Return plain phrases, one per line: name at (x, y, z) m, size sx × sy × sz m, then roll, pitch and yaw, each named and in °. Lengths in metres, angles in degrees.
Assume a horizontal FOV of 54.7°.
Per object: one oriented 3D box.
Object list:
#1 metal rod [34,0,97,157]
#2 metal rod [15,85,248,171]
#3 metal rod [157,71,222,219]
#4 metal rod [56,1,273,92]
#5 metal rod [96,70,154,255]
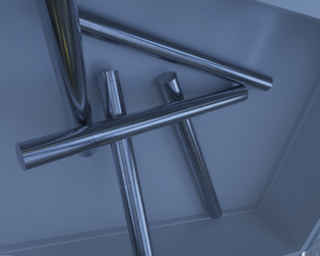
metal rod at (-0.073, -0.048, 0.249) m, size 0.025 × 0.025 × 0.299 m, roll -19°, pitch 155°, yaw -17°
metal rod at (-0.002, -0.012, 0.353) m, size 0.302 × 0.025 × 0.025 m, roll -18°, pitch 127°, yaw -35°
metal rod at (0.054, 0.046, 0.468) m, size 0.025 × 0.025 × 0.299 m, roll -30°, pitch 129°, yaw -9°
metal rod at (0.030, -0.086, 0.372) m, size 0.302 × 0.025 × 0.025 m, roll 9°, pitch 114°, yaw -33°
metal rod at (-0.032, 0.083, 0.365) m, size 0.025 × 0.025 × 0.298 m, roll -14°, pitch 100°, yaw -21°
